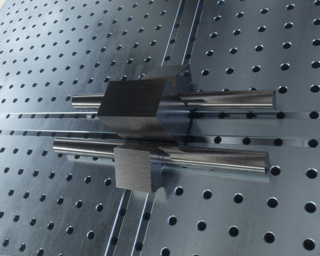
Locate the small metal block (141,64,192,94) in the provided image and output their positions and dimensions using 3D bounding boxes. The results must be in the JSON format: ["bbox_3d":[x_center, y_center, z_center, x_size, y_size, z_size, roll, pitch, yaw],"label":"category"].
[{"bbox_3d":[0.010,-0.066,0.424,0.050,0.025,0.050,1,28,28],"label":"small metal block"}]

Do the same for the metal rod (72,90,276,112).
[{"bbox_3d":[-0.001,-0.036,0.426,0.300,0.025,0.025,2,63,29],"label":"metal rod"}]

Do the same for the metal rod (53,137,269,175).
[{"bbox_3d":[-0.020,0.032,0.395,0.300,0.025,0.025,2,63,29],"label":"metal rod"}]

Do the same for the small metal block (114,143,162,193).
[{"bbox_3d":[-0.026,0.047,0.373,0.050,0.025,0.050,3,101,29],"label":"small metal block"}]

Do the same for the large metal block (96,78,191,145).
[{"bbox_3d":[-0.017,-0.016,0.386,0.080,0.080,0.050,2,63,29],"label":"large metal block"}]
